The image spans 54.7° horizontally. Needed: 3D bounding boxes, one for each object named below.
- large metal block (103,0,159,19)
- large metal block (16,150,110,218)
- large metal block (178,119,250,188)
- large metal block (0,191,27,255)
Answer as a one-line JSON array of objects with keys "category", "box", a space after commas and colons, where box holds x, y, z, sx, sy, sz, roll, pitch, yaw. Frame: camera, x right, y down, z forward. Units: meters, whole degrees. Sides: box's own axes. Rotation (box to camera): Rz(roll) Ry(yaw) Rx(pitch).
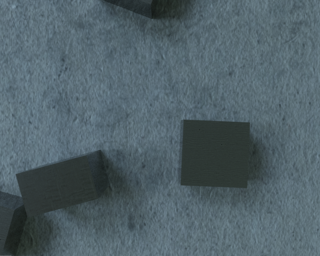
[{"category": "large metal block", "box": [-0.034, -0.200, 0.397, 0.080, 0.050, 0.080, 21, 90, -1]}, {"category": "large metal block", "box": [-0.114, 0.064, 0.381, 0.080, 0.080, 0.050, -15, 90, 0]}, {"category": "large metal block", "box": [0.067, 0.031, 0.398, 0.081, 0.050, 0.079, 3, 90, -1]}, {"category": "large metal block", "box": [-0.224, 0.125, 0.395, 0.080, 0.050, 0.080, 16, 90, -1]}]
